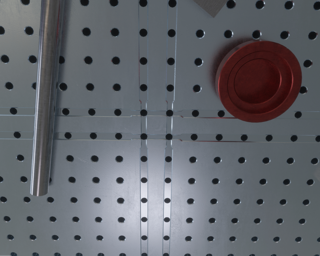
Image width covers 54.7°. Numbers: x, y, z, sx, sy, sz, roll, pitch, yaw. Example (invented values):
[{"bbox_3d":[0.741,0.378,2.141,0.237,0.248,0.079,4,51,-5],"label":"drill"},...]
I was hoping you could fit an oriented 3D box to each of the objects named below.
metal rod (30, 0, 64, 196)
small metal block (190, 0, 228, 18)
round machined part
[{"bbox_3d":[-0.145,-0.046,0.394,0.025,0.025,0.298,10,110,-4],"label":"metal rod"},{"bbox_3d":[0.057,-0.163,0.354,0.050,0.025,0.050,36,106,-12],"label":"small metal block"},{"bbox_3d":[0.118,-0.059,0.383,0.099,0.042,0.097,0,110,0],"label":"round machined part"}]
